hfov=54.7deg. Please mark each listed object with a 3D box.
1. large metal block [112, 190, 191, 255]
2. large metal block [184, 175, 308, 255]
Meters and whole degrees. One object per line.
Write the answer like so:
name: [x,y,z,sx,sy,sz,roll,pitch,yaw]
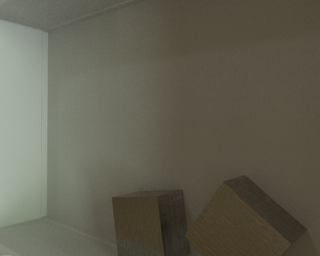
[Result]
large metal block: [-0.013,0.125,0.401,0.080,0.050,0.080,-12,83,39]
large metal block: [0.086,0.108,0.320,0.080,0.050,0.080,43,116,31]
